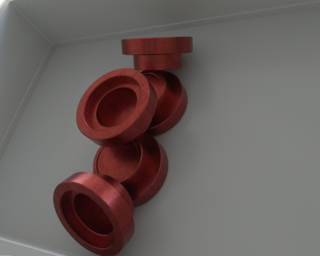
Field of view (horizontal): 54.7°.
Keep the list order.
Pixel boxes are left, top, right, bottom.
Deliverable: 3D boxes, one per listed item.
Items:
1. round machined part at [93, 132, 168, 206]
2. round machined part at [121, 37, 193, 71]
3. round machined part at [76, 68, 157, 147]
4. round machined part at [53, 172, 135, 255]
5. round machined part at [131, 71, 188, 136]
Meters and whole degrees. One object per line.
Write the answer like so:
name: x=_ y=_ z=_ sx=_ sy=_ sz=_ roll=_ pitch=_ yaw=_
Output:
round machined part: x=-0.043 y=0.046 z=0.385 sx=0.098 sy=0.042 sz=0.098 roll=-13 pitch=56 yaw=20
round machined part: x=-0.004 y=-0.104 z=0.434 sx=0.098 sy=0.099 sz=0.042 roll=8 pitch=108 yaw=31
round machined part: x=-0.048 y=-0.021 z=0.374 sx=0.098 sy=0.042 sz=0.098 roll=-13 pitch=56 yaw=20
round machined part: x=-0.069 y=0.091 z=0.348 sx=0.098 sy=0.097 sz=0.042 roll=7 pitch=27 yaw=30
round machined part: x=-0.016 y=-0.040 z=0.424 sx=0.098 sy=0.042 sz=0.098 roll=-13 pitch=56 yaw=20
